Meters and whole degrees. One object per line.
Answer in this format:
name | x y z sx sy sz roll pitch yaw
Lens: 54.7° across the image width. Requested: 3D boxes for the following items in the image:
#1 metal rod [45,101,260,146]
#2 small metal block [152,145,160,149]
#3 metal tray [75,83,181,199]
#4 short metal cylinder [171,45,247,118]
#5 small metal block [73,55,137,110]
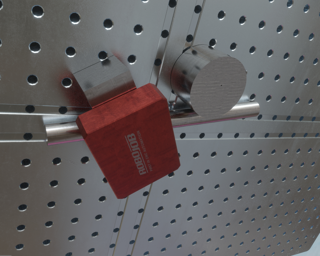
metal rod | 0.008 -0.011 0.411 0.303 0.025 0.025 -8 122 -25
small metal block | -0.019 0.041 0.426 0.050 0.025 0.050 -21 127 -16
metal tray | -0.029 0.021 0.356 0.091 0.030 0.129 -27 139 -11
short metal cylinder | 0.061 -0.059 0.393 0.081 0.050 0.079 -14 125 -21
small metal block | -0.060 -0.049 0.332 0.050 0.050 0.025 -28 128 -11
